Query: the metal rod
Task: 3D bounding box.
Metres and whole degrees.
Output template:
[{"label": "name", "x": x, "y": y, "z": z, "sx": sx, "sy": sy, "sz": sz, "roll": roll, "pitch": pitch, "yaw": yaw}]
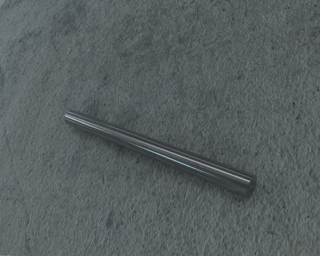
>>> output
[{"label": "metal rod", "x": -0.023, "y": 0.022, "z": 0.403, "sx": 0.300, "sy": 0.025, "sz": 0.025, "roll": 18, "pitch": 71, "yaw": 35}]
